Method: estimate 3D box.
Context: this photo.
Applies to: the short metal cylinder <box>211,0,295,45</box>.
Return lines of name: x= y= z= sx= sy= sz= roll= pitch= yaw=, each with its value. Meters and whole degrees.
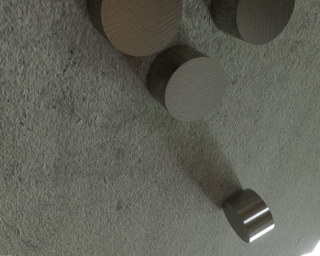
short metal cylinder: x=0.107 y=-0.143 z=0.360 sx=0.081 sy=0.050 sz=0.079 roll=-14 pitch=124 yaw=-21

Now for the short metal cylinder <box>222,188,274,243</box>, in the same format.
short metal cylinder: x=0.155 y=0.155 z=0.552 sx=0.050 sy=0.080 sz=0.080 roll=-26 pitch=128 yaw=-13

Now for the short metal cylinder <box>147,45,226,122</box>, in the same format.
short metal cylinder: x=0.031 y=-0.054 z=0.374 sx=0.081 sy=0.050 sz=0.079 roll=-14 pitch=124 yaw=-21

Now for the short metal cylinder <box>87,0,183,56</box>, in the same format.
short metal cylinder: x=-0.025 y=-0.117 z=0.304 sx=0.081 sy=0.050 sz=0.079 roll=-14 pitch=124 yaw=-21
